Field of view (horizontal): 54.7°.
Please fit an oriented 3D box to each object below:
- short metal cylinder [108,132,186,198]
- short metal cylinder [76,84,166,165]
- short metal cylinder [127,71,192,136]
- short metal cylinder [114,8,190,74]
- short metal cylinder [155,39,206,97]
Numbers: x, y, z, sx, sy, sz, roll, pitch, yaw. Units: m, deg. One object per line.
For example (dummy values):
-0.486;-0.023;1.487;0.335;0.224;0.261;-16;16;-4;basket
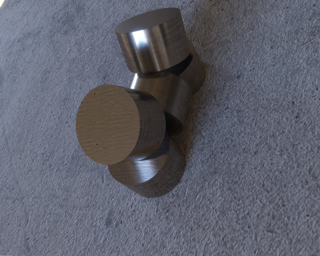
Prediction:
-0.015;0.039;0.374;0.080;0.050;0.080;-13;56;21;short metal cylinder
-0.041;-0.003;0.328;0.080;0.050;0.080;0;89;29;short metal cylinder
-0.004;-0.030;0.391;0.080;0.080;0.050;2;63;29;short metal cylinder
-0.009;-0.107;0.376;0.080;0.050;0.080;-13;32;9;short metal cylinder
0.018;-0.080;0.430;0.080;0.050;0.080;-13;56;21;short metal cylinder
